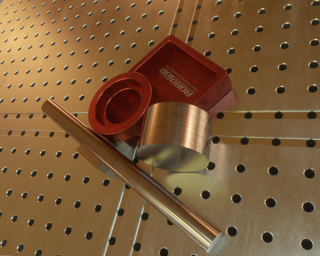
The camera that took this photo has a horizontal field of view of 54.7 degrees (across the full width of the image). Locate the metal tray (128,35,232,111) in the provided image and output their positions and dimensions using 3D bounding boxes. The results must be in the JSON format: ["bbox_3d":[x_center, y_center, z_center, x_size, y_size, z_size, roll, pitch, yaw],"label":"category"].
[{"bbox_3d":[0.023,-0.068,0.432,0.090,0.030,0.130,-42,51,-2],"label":"metal tray"}]

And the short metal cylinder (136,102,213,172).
[{"bbox_3d":[0.018,0.013,0.353,0.080,0.080,0.050,-4,60,26],"label":"short metal cylinder"}]

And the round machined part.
[{"bbox_3d":[-0.046,-0.025,0.425,0.098,0.042,0.098,-14,55,22],"label":"round machined part"}]

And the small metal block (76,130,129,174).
[{"bbox_3d":[-0.080,0.028,0.432,0.050,0.025,0.050,32,79,37],"label":"small metal block"}]

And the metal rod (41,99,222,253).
[{"bbox_3d":[-0.054,0.042,0.383,0.300,0.025,0.025,34,81,29],"label":"metal rod"}]
